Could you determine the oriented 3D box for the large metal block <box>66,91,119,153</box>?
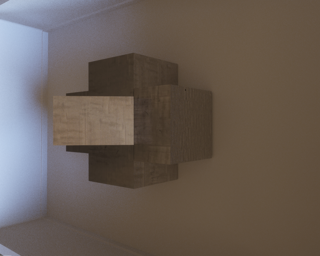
[{"bbox_3d":[-0.084,-0.008,0.440,0.050,0.081,0.080,0,90,40],"label":"large metal block"}]

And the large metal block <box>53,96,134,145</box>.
[{"bbox_3d":[-0.070,-0.008,0.354,0.081,0.080,0.050,0,90,-5],"label":"large metal block"}]

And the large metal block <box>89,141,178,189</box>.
[{"bbox_3d":[-0.034,0.042,0.398,0.080,0.081,0.050,0,90,40],"label":"large metal block"}]

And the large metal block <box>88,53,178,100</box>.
[{"bbox_3d":[-0.034,-0.058,0.398,0.080,0.081,0.050,0,90,40],"label":"large metal block"}]

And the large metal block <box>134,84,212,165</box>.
[{"bbox_3d":[0.017,-0.004,0.353,0.050,0.081,0.080,0,90,39],"label":"large metal block"}]
